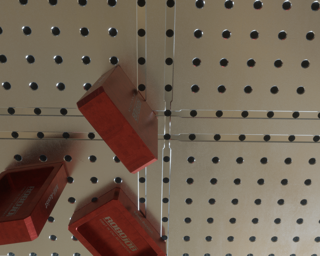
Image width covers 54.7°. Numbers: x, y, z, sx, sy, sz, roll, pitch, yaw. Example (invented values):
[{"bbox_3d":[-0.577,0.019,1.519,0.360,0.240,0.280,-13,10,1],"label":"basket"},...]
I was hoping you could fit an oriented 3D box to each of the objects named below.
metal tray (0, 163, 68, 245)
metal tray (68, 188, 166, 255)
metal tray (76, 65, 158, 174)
[{"bbox_3d":[-0.179,0.091,0.389,0.091,0.130,0.030,-8,110,3],"label":"metal tray"},{"bbox_3d":[-0.062,0.164,0.470,0.090,0.030,0.130,-33,107,11],"label":"metal tray"},{"bbox_3d":[-0.040,-0.017,0.351,0.030,0.130,0.090,-33,107,11],"label":"metal tray"}]
